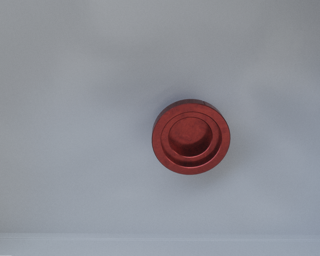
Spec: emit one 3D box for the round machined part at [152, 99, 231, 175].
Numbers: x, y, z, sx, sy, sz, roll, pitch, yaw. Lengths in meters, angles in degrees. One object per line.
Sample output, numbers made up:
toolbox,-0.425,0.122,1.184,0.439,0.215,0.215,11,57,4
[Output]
round machined part,0.039,0.009,0.406,0.099,0.042,0.097,0,110,-1
